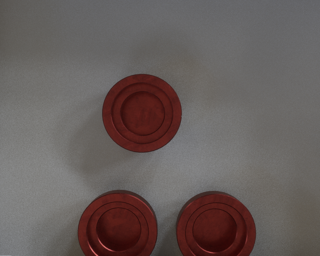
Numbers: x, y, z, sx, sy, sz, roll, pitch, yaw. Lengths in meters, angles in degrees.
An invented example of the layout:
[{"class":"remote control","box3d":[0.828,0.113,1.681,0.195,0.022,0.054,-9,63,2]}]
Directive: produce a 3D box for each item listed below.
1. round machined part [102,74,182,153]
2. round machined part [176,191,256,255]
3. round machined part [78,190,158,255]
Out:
[{"class":"round machined part","box3d":[-0.022,-0.018,0.403,0.099,0.042,0.097,0,90,0]},{"class":"round machined part","box3d":[0.070,0.130,0.403,0.099,0.042,0.097,0,89,0]},{"class":"round machined part","box3d":[-0.052,0.129,0.402,0.099,0.042,0.097,0,90,0]}]
